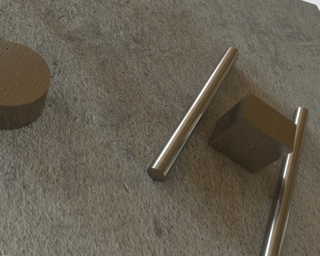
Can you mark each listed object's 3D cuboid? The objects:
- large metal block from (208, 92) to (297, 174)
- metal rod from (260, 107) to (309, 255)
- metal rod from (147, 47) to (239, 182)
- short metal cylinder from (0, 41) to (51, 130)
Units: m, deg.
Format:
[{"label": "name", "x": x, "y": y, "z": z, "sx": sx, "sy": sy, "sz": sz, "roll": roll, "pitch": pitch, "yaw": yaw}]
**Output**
[{"label": "large metal block", "x": 0.128, "y": 0.010, "z": 0.434, "sx": 0.080, "sy": 0.080, "sz": 0.050, "roll": 33, "pitch": 51, "yaw": -7}, {"label": "metal rod", "x": 0.194, "y": 0.070, "z": 0.467, "sx": 0.025, "sy": 0.025, "sz": 0.301, "roll": 37, "pitch": 51, "yaw": -4}, {"label": "metal rod", "x": 0.063, "y": -0.039, "z": 0.463, "sx": 0.025, "sy": 0.025, "sz": 0.301, "roll": 38, "pitch": 51, "yaw": -3}, {"label": "short metal cylinder", "x": -0.162, "y": -0.045, "z": 0.328, "sx": 0.081, "sy": 0.050, "sz": 0.080, "roll": 14, "pitch": 56, "yaw": -21}]
